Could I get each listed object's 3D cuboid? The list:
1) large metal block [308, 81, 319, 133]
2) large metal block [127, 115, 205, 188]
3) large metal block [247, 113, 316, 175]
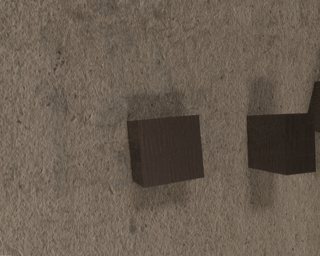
[{"bbox_3d":[0.287,-0.032,0.488,0.050,0.080,0.080,18,84,-20],"label":"large metal block"},{"bbox_3d":[0.006,0.027,0.399,0.081,0.050,0.079,-6,92,-20],"label":"large metal block"},{"bbox_3d":[0.171,0.020,0.445,0.050,0.080,0.079,-3,91,-20],"label":"large metal block"}]
